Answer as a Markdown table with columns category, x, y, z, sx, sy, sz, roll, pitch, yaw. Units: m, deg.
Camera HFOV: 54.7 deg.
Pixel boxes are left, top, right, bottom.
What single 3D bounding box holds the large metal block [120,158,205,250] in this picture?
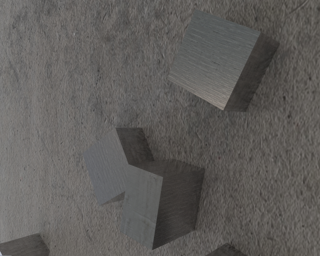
| category | x | y | z | sx | sy | sz | roll | pitch | yaw |
| --- | --- | --- | --- | --- | --- | --- | --- | --- | --- |
| large metal block | 0.004 | 0.084 | 0.366 | 0.050 | 0.081 | 0.079 | 14 | 99 | 39 |

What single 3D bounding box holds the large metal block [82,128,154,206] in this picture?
| category | x | y | z | sx | sy | sz | roll | pitch | yaw |
| --- | --- | --- | --- | --- | --- | --- | --- | --- | --- |
| large metal block | -0.055 | 0.053 | 0.434 | 0.080 | 0.050 | 0.080 | -35 | 69 | 34 |

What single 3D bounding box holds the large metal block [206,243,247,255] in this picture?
| category | x | y | z | sx | sy | sz | roll | pitch | yaw |
| --- | --- | --- | --- | --- | --- | --- | --- | --- | --- |
| large metal block | 0.080 | 0.183 | 0.323 | 0.080 | 0.050 | 0.079 | 24 | 105 | 37 |

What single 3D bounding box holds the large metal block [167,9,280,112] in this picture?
| category | x | y | z | sx | sy | sz | roll | pitch | yaw |
| --- | --- | --- | --- | --- | --- | --- | --- | --- | --- |
| large metal block | 0.066 | -0.071 | 0.334 | 0.080 | 0.050 | 0.079 | 35 | 112 | 34 |

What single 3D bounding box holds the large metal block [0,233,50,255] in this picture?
| category | x | y | z | sx | sy | sz | roll | pitch | yaw |
| --- | --- | --- | --- | --- | --- | --- | --- | --- | --- |
| large metal block | -0.270 | 0.259 | 0.593 | 0.050 | 0.081 | 0.079 | 38 | 113 | 33 |
